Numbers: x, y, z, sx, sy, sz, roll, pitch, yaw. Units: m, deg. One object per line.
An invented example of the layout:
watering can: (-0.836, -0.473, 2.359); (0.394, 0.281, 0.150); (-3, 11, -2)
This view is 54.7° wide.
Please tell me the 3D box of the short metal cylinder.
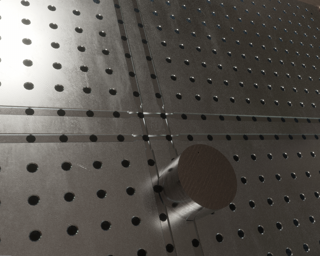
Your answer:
short metal cylinder: (0.046, 0.066, 0.378); (0.081, 0.050, 0.080); (14, 56, -21)
